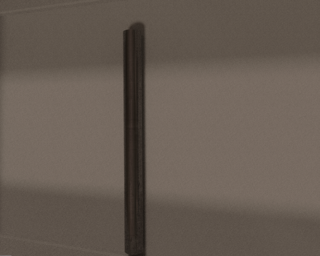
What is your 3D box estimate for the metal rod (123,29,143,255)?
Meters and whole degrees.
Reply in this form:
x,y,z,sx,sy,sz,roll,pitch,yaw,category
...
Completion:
x,y,z,sx,sy,sz,roll,pitch,yaw,category
-0.037,0.018,0.422,0.025,0.025,0.298,-1,90,19,metal rod
